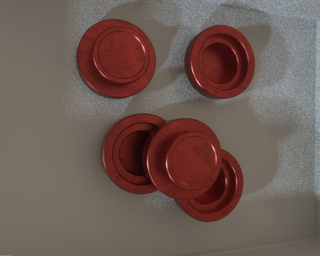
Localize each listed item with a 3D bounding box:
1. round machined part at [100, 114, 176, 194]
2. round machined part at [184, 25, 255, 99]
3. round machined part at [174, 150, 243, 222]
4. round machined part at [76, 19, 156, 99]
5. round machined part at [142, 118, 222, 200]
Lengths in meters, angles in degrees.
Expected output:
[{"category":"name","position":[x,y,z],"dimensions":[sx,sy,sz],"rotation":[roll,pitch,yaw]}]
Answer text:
[{"category":"round machined part","position":[-0.026,0.031,0.392],"dimensions":[0.099,0.042,0.097],"rotation":[0,90,-20]},{"category":"round machined part","position":[0.078,-0.088,0.430],"dimensions":[0.099,0.042,0.097],"rotation":[0,90,-20]},{"category":"round machined part","position":[0.060,0.074,0.424],"dimensions":[0.099,0.042,0.097],"rotation":[0,90,-20]},{"category":"round machined part","position":[-0.051,-0.086,0.382],"dimensions":[0.099,0.042,0.097],"rotation":[0,90,-20]},{"category":"round machined part","position":[0.032,0.037,0.369],"dimensions":[0.099,0.042,0.097],"rotation":[0,90,-20]}]
